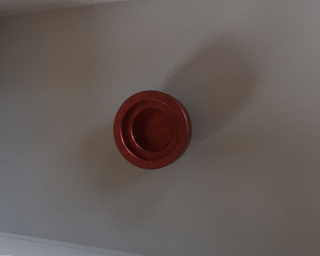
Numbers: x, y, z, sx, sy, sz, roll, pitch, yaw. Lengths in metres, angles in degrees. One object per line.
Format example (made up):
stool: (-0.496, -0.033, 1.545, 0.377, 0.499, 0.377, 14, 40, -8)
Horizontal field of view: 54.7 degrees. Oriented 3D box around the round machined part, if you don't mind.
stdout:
round machined part: (-0.007, 0.002, 0.399, 0.098, 0.042, 0.097, 0, 90, 19)
